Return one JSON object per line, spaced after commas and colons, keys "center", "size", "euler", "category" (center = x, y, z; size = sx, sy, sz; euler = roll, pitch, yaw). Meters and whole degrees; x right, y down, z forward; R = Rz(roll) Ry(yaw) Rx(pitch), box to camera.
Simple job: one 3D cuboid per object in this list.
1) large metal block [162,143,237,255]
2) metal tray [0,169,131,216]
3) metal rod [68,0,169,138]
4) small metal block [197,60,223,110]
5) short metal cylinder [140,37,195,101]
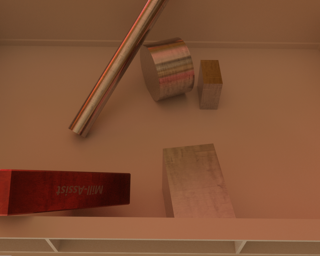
{"center": [0.033, 0.073, 0.308], "size": [0.050, 0.080, 0.080], "euler": [-6, 50, -5], "category": "large metal block"}
{"center": [-0.100, 0.054, 0.276], "size": [0.090, 0.131, 0.030], "euler": [-6, 79, 35], "category": "metal tray"}
{"center": [-0.034, -0.122, 0.422], "size": [0.025, 0.025, 0.299], "euler": [27, 81, 20], "category": "metal rod"}
{"center": [0.070, -0.061, 0.441], "size": [0.025, 0.050, 0.050], "euler": [0, 50, 0], "category": "small metal block"}
{"center": [0.009, -0.083, 0.440], "size": [0.050, 0.080, 0.080], "euler": [-17, 52, -14], "category": "short metal cylinder"}
